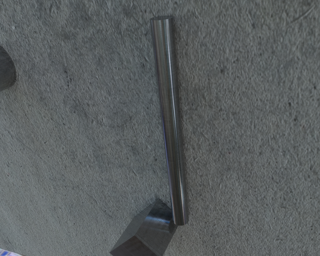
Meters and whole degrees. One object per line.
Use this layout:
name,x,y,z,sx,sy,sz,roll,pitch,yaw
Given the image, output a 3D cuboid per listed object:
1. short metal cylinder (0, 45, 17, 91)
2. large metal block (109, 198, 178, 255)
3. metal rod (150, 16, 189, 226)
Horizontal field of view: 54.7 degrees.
short metal cylinder,-0.273,-0.090,0.479,0.080,0.050,0.079,13,124,21
large metal block,-0.022,0.169,0.487,0.050,0.080,0.080,43,129,-2
metal rod,0.017,0.011,0.404,0.025,0.025,0.298,8,122,24
